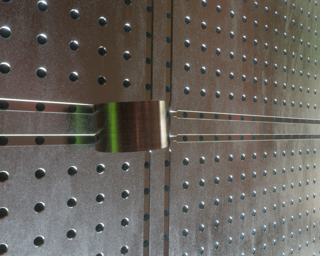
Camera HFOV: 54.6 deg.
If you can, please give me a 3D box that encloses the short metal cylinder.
[{"bbox_3d":[-0.032,-0.003,0.345,0.081,0.080,0.050,-5,94,-40],"label":"short metal cylinder"}]
